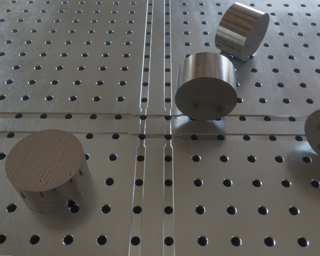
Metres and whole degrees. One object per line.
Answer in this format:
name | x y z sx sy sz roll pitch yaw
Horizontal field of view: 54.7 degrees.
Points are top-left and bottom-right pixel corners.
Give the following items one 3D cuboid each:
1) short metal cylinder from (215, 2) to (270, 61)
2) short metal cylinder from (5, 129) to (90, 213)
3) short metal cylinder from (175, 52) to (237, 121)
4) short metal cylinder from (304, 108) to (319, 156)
short metal cylinder | 0.134 -0.157 0.505 0.050 0.080 0.080 34 58 25
short metal cylinder | -0.123 0.048 0.349 0.081 0.050 0.080 1 50 -1
short metal cylinder | 0.062 -0.055 0.419 0.080 0.080 0.050 4 50 3
short metal cylinder | 0.227 0.002 0.374 0.050 0.080 0.080 -31 57 -23
